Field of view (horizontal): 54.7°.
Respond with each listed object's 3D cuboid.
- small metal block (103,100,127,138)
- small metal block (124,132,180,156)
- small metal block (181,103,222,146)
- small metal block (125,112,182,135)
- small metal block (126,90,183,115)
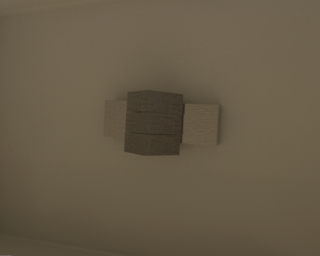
[{"bbox_3d":[-0.048,-0.012,0.425,0.050,0.025,0.050,4,91,19],"label":"small metal block"},{"bbox_3d":[-0.010,0.019,0.388,0.050,0.050,0.025,3,91,56],"label":"small metal block"},{"bbox_3d":[0.050,-0.005,0.391,0.050,0.025,0.050,3,91,19],"label":"small metal block"},{"bbox_3d":[-0.009,-0.006,0.387,0.050,0.050,0.025,3,91,56],"label":"small metal block"},{"bbox_3d":[-0.007,-0.031,0.386,0.050,0.050,0.025,5,92,56],"label":"small metal block"}]
